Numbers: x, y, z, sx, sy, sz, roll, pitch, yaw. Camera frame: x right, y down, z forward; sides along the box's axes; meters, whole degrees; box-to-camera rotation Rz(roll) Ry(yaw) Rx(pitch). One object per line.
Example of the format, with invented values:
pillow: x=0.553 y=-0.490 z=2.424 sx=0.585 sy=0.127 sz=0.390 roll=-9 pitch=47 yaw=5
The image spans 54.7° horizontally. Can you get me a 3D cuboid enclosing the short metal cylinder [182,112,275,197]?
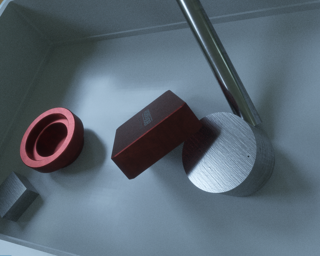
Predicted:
short metal cylinder: x=0.070 y=0.029 z=0.321 sx=0.080 sy=0.050 sz=0.080 roll=-13 pitch=68 yaw=35

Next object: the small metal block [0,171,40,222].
small metal block: x=-0.214 y=0.100 z=0.454 sx=0.050 sy=0.025 sz=0.050 roll=32 pitch=79 yaw=37

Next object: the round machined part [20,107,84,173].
round machined part: x=-0.153 y=0.021 z=0.460 sx=0.098 sy=0.042 sz=0.098 roll=-13 pitch=56 yaw=20

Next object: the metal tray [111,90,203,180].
metal tray: x=-0.009 y=0.000 z=0.358 sx=0.090 sy=0.030 sz=0.130 roll=-37 pitch=13 yaw=3

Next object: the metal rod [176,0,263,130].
metal rod: x=0.043 y=-0.136 z=0.373 sx=0.025 sy=0.025 sz=0.299 roll=-27 pitch=82 yaw=11
